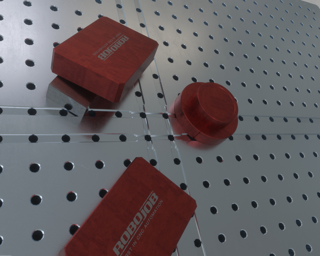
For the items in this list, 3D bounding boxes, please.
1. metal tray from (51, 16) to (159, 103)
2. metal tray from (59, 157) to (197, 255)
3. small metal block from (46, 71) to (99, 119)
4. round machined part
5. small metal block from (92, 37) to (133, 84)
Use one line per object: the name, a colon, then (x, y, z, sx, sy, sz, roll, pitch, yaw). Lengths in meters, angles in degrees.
metal tray: (-0.065, -0.094, 0.401, 0.090, 0.030, 0.130, 27, 41, 1)
metal tray: (-0.027, 0.105, 0.326, 0.090, 0.030, 0.131, 39, 51, -2)
small metal block: (-0.102, -0.048, 0.382, 0.050, 0.025, 0.050, 33, 51, -7)
round machined part: (0.075, -0.028, 0.454, 0.099, 0.042, 0.098, 14, 56, -21)
small metal block: (-0.066, -0.093, 0.429, 0.050, 0.025, 0.050, 9, 58, -24)
